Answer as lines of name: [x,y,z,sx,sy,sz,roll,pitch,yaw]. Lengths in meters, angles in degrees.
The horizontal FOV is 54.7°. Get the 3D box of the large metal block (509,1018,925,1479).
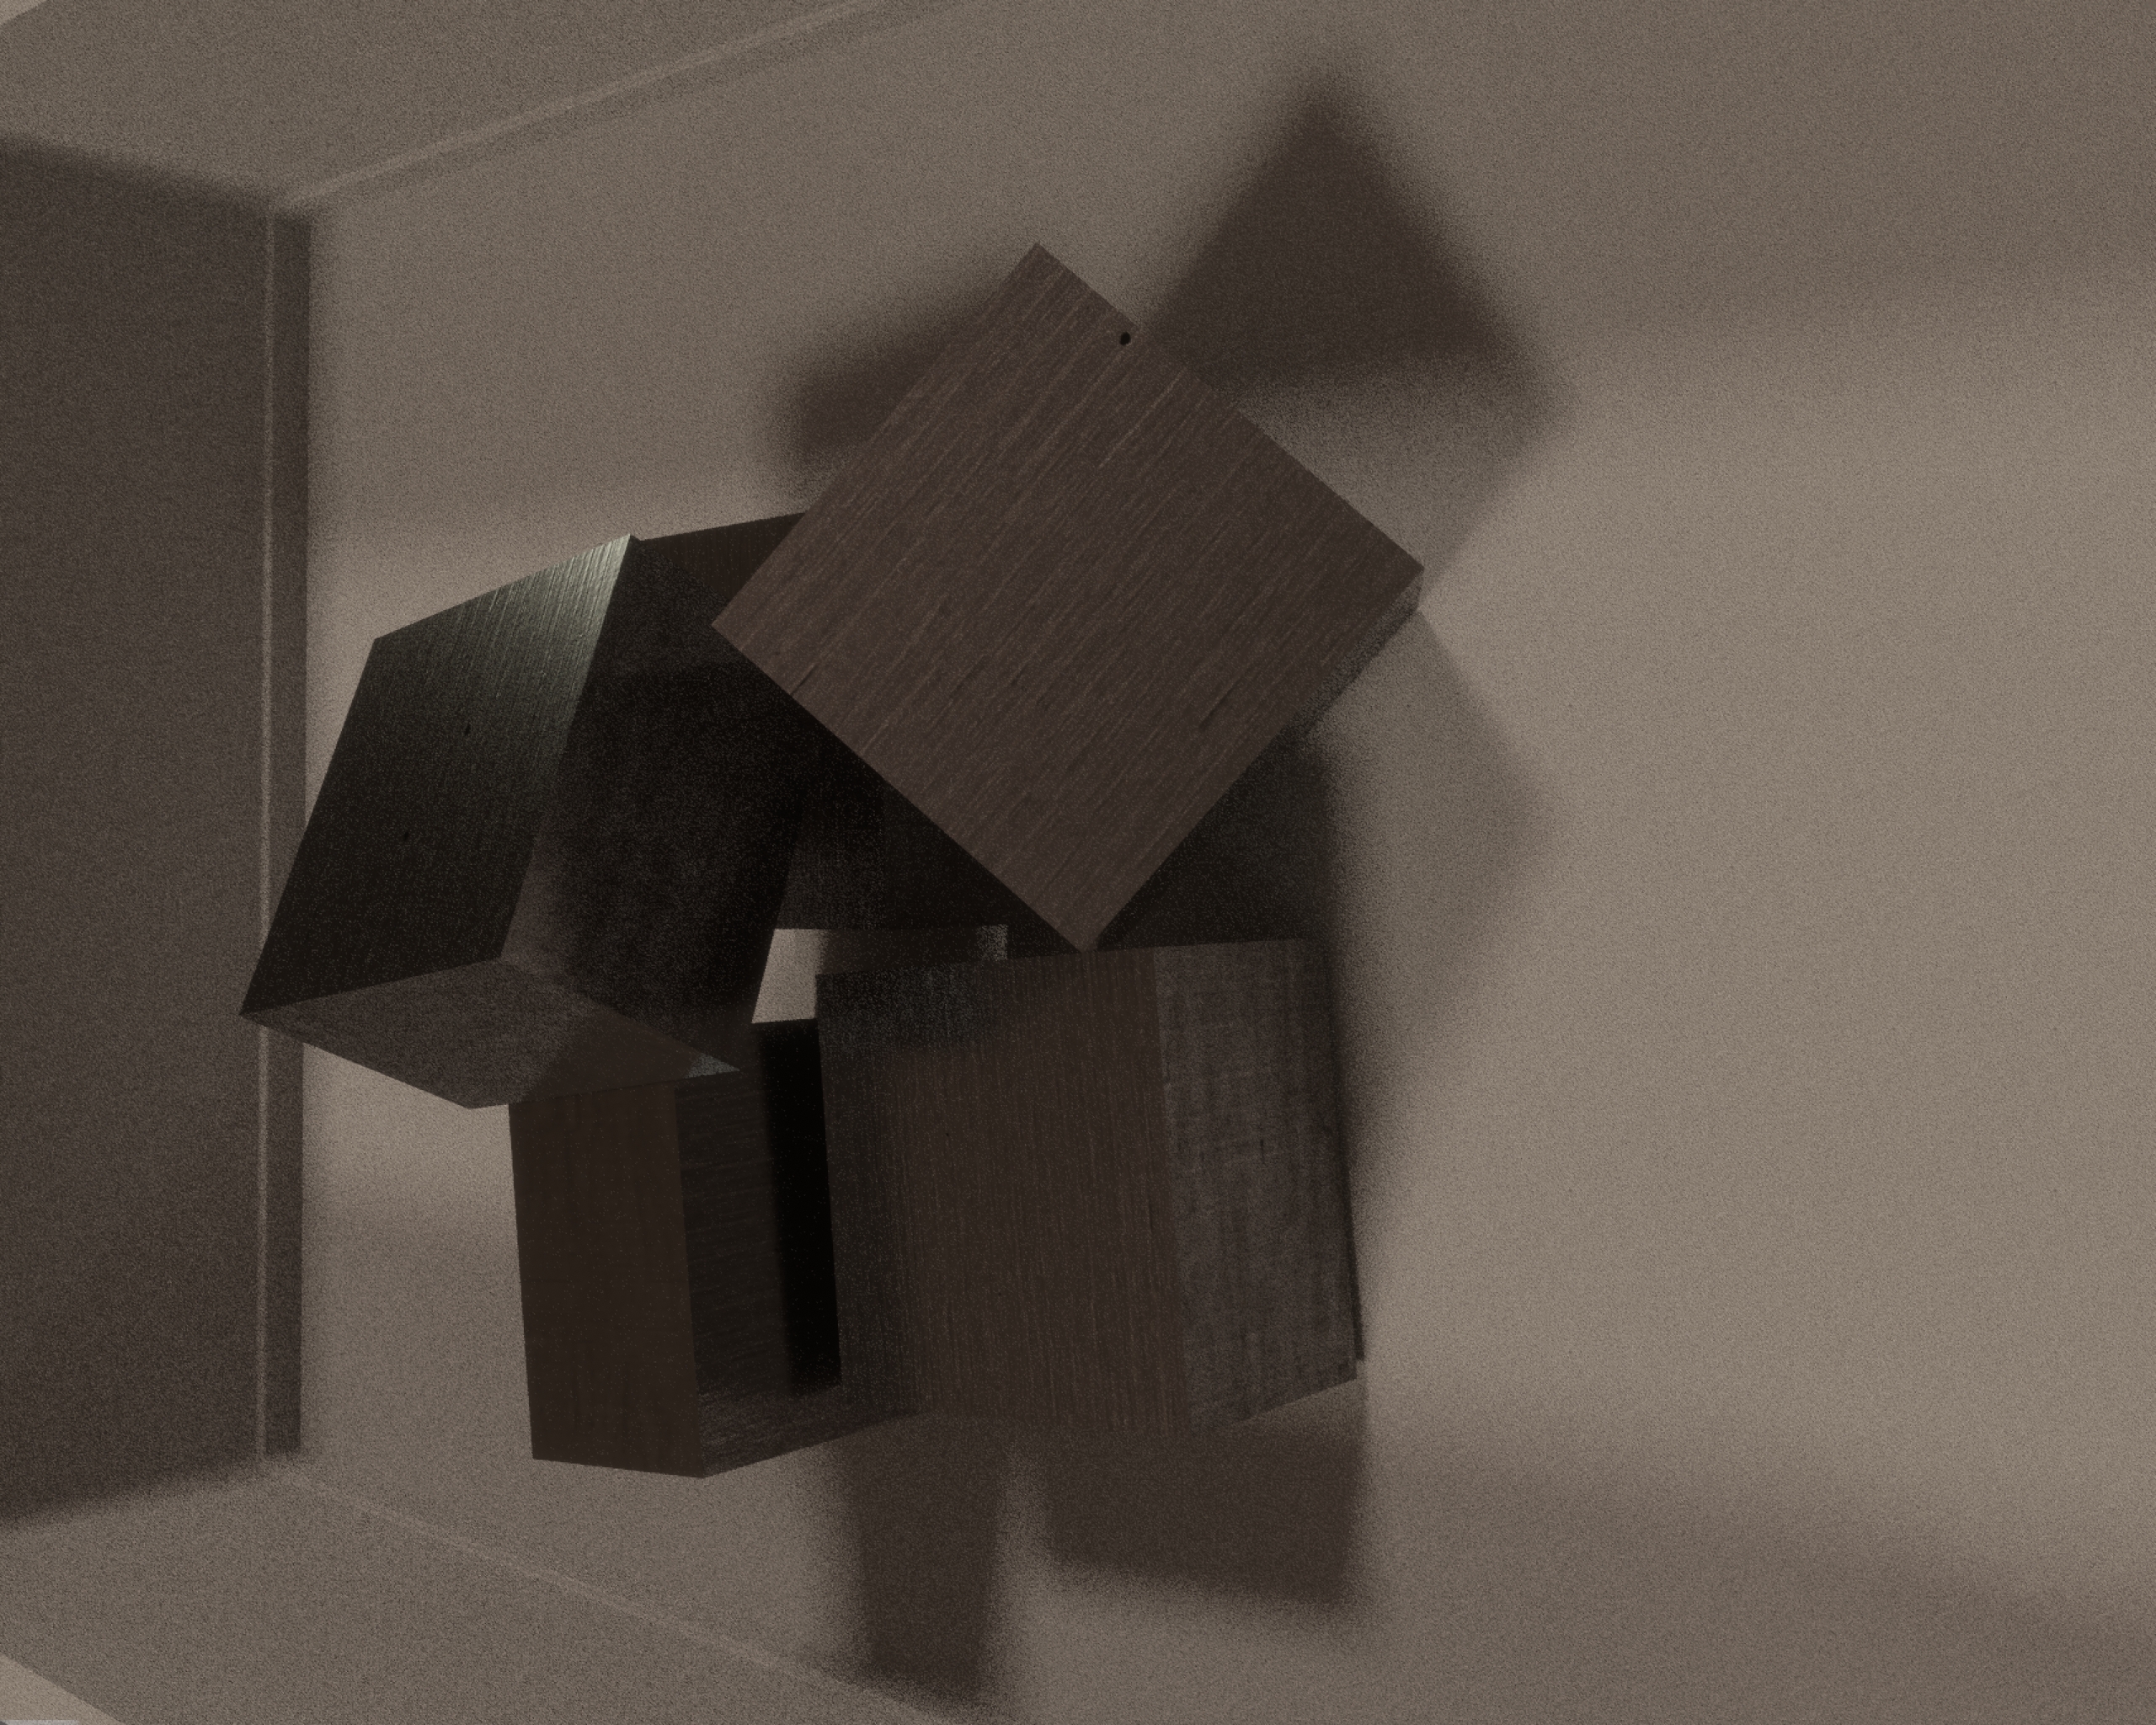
large metal block: [-0.063,0.072,0.419,0.050,0.081,0.080,-8,85,39]

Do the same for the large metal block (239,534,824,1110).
large metal block: [-0.098,-0.004,0.382,0.080,0.050,0.080,-12,57,39]

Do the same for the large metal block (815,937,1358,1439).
large metal block: [0.001,0.057,0.383,0.080,0.050,0.080,-7,86,39]

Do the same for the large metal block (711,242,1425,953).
large metal block: [0.001,-0.042,0.353,0.080,0.050,0.080,42,95,6]

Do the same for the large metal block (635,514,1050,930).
large metal block: [-0.051,-0.027,0.428,0.080,0.050,0.079,-1,89,39]
